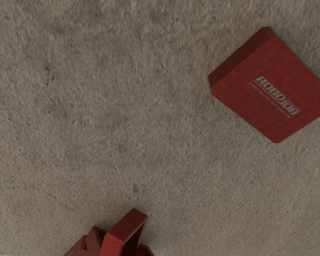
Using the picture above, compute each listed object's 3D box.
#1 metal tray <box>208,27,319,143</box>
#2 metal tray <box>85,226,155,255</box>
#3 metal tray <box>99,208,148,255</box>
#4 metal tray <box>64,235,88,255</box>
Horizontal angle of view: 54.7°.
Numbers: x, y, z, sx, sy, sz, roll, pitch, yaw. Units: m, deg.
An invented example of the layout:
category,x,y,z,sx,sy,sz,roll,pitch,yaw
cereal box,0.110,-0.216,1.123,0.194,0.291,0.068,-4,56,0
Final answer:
category,x,y,z,sx,sy,sz,roll,pitch,yaw
metal tray,0.133,-0.044,0.368,0.130,0.030,0.090,33,122,-26
metal tray,-0.065,0.231,0.559,0.131,0.090,0.030,30,88,-23
metal tray,-0.068,0.210,0.516,0.030,0.090,0.129,24,112,18
metal tray,-0.144,0.274,0.635,0.090,0.030,0.129,27,125,-22
